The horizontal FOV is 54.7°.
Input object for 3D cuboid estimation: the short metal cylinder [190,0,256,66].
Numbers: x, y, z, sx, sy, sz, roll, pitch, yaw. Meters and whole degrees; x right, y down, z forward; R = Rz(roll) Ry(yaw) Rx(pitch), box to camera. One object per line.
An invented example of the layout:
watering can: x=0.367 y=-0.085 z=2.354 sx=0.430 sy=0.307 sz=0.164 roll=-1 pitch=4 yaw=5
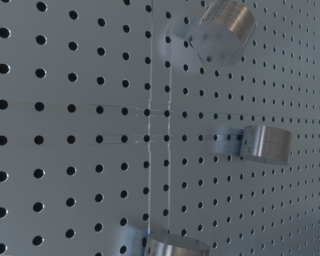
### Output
short metal cylinder: x=0.091 y=-0.136 z=0.449 sx=0.080 sy=0.080 sz=0.050 roll=45 pitch=63 yaw=-31

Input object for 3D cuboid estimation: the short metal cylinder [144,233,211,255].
short metal cylinder: x=0.019 y=0.167 z=0.390 sx=0.081 sy=0.080 sz=0.050 roll=18 pitch=79 yaw=-39

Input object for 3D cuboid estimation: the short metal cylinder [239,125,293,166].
short metal cylinder: x=0.179 y=0.030 z=0.523 sx=0.080 sy=0.080 sz=0.050 roll=20 pitch=77 yaw=-38
